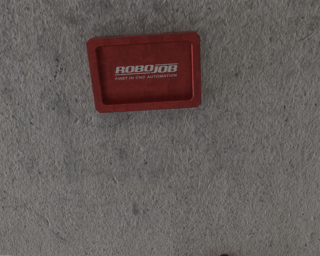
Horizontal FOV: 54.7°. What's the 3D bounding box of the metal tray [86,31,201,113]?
[{"bbox_3d":[-0.017,-0.069,0.381,0.131,0.030,0.089,-3,110,1],"label":"metal tray"}]
